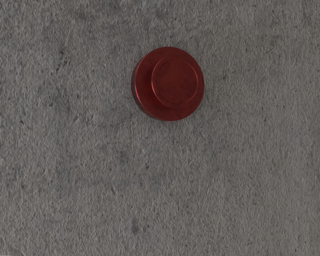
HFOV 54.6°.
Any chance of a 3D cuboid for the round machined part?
[{"bbox_3d":[0.015,-0.058,0.405,0.099,0.042,0.097,0,90,-20],"label":"round machined part"}]
